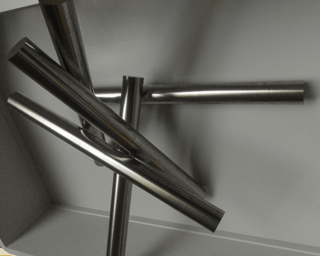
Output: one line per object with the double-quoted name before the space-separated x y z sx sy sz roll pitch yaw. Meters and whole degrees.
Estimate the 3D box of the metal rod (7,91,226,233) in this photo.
"metal rod" -0.065 0.030 0.364 0.301 0.025 0.025 28 128 18

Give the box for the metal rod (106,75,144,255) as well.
"metal rod" -0.049 0.084 0.394 0.025 0.025 0.298 12 102 21

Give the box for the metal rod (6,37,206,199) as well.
"metal rod" -0.031 0.015 0.347 0.025 0.025 0.300 -15 138 34

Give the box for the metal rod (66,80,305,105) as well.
"metal rod" 0.010 -0.041 0.376 0.301 0.025 0.025 2 120 26

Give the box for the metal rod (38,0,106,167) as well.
"metal rod" -0.085 -0.025 0.359 0.025 0.025 0.299 26 152 12
